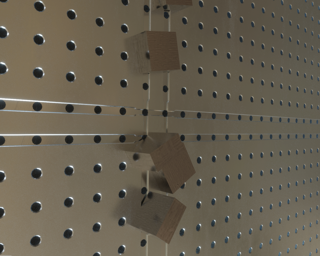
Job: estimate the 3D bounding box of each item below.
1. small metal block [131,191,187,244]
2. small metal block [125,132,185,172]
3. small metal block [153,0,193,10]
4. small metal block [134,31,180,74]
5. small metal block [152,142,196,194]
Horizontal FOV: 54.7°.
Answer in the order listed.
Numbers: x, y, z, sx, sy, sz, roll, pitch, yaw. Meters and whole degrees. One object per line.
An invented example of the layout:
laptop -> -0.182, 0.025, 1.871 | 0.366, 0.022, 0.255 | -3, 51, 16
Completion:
small metal block -> -0.002, 0.112, 0.394 | 0.025, 0.050, 0.050 | 44, 63, -32
small metal block -> -0.006, 0.029, 0.390 | 0.050, 0.050, 0.025 | -35, 112, -35
small metal block -> 0.015, -0.190, 0.423 | 0.050, 0.025, 0.050 | -17, 101, -39
small metal block -> -0.003, -0.099, 0.409 | 0.050, 0.025, 0.050 | -13, 98, -40
small metal block -> 0.016, 0.054, 0.425 | 0.050, 0.025, 0.050 | -37, 113, -34
